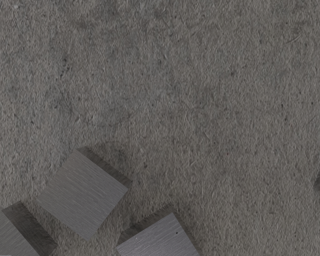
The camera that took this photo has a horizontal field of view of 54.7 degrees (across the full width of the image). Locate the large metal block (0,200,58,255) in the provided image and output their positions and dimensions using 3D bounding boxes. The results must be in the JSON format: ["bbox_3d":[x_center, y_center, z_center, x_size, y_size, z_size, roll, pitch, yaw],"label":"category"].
[{"bbox_3d":[-0.195,0.155,0.396,0.080,0.050,0.080,-40,90,0],"label":"large metal block"}]

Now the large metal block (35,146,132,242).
[{"bbox_3d":[-0.094,0.081,0.397,0.080,0.050,0.080,37,90,0],"label":"large metal block"}]

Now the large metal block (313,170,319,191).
[{"bbox_3d":[0.261,0.060,0.399,0.080,0.050,0.080,21,90,0],"label":"large metal block"}]

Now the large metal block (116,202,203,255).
[{"bbox_3d":[0.002,0.156,0.397,0.080,0.050,0.080,-32,90,0],"label":"large metal block"}]
